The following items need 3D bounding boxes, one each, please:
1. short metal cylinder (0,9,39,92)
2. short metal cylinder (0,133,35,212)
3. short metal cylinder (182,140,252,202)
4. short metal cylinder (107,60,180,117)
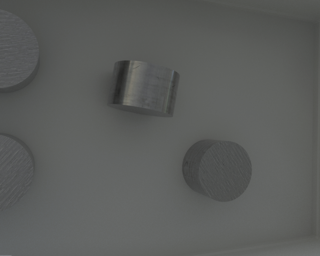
[{"bbox_3d":[-0.173,-0.080,0.333,0.081,0.050,0.079,0,90,-21],"label":"short metal cylinder"},{"bbox_3d":[-0.178,0.045,0.332,0.081,0.050,0.079,0,90,-20],"label":"short metal cylinder"},{"bbox_3d":[0.078,0.057,0.428,0.081,0.050,0.079,0,90,-21],"label":"short metal cylinder"},{"bbox_3d":[-0.020,-0.045,0.375,0.081,0.080,0.050,11,87,-20],"label":"short metal cylinder"}]
